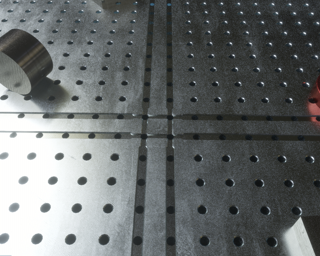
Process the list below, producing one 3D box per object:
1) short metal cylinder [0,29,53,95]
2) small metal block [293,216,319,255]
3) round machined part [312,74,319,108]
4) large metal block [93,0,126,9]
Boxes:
[{"bbox_3d":[-0.206,-0.095,0.451,0.080,0.080,0.050,19,53,15],"label":"short metal cylinder"},{"bbox_3d":[0.170,0.116,0.311,0.050,0.025,0.050,-3,50,-3],"label":"small metal block"},{"bbox_3d":[0.277,-0.056,0.445,0.099,0.042,0.098,0,50,0],"label":"round machined part"},{"bbox_3d":[-0.108,-0.300,0.642,0.081,0.050,0.080,-31,57,-23],"label":"large metal block"}]
